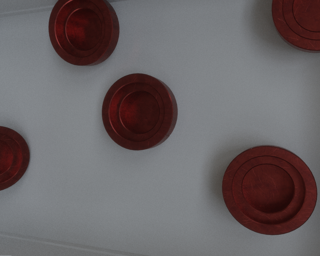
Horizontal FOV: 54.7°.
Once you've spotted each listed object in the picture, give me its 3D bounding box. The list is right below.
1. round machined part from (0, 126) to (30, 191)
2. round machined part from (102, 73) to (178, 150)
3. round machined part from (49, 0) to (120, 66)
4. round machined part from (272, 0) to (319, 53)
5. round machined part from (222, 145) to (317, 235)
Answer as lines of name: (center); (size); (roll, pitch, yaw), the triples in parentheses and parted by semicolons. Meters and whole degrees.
round machined part: (-0.255, 0.044, 0.468); (0.042, 0.099, 0.097); (6, 92, 46)
round machined part: (-0.023, -0.020, 0.410); (0.098, 0.042, 0.097); (0, 90, 20)
round machined part: (-0.101, -0.136, 0.432); (0.098, 0.042, 0.097); (3, 100, 18)
round machined part: (0.174, -0.131, 0.336); (0.098, 0.042, 0.097); (2, 97, 21)
round machined part: (0.124, 0.068, 0.357); (0.098, 0.042, 0.097); (0, 90, 20)
